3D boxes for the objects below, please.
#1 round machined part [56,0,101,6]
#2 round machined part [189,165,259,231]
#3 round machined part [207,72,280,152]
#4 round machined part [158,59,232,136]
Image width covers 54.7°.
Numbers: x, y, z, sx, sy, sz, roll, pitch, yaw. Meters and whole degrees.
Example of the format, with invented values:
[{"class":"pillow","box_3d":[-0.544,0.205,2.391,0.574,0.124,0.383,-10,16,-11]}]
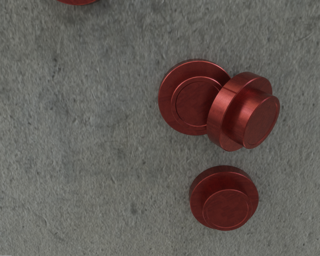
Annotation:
[{"class":"round machined part","box_3d":[-0.094,-0.184,0.332,0.099,0.042,0.097,0,110,-1]},{"class":"round machined part","box_3d":[0.092,0.106,0.441,0.099,0.042,0.097,0,110,-1]},{"class":"round machined part","box_3d":[0.105,-0.014,0.369,0.099,0.042,0.097,-25,132,-32]},{"class":"round machined part","box_3d":[0.047,-0.035,0.389,0.099,0.042,0.097,0,110,-1]}]
